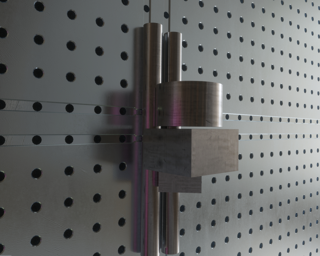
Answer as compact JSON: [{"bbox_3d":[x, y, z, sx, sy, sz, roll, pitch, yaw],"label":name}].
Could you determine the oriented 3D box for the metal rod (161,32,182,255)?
[{"bbox_3d":[0.016,0.020,0.426,0.025,0.025,0.298,1,89,-40],"label":"metal rod"}]

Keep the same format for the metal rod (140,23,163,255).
[{"bbox_3d":[-0.011,0.016,0.403,0.025,0.025,0.298,1,89,-40],"label":"metal rod"}]

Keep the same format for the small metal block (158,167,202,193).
[{"bbox_3d":[0.026,0.063,0.387,0.050,0.050,0.025,3,87,-85],"label":"small metal block"}]

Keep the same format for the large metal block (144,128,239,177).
[{"bbox_3d":[0.037,0.026,0.374,0.081,0.080,0.050,0,90,-40],"label":"large metal block"}]

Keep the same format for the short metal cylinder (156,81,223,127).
[{"bbox_3d":[0.036,-0.027,0.377,0.081,0.080,0.050,1,90,-40],"label":"short metal cylinder"}]
